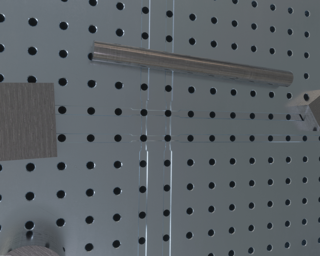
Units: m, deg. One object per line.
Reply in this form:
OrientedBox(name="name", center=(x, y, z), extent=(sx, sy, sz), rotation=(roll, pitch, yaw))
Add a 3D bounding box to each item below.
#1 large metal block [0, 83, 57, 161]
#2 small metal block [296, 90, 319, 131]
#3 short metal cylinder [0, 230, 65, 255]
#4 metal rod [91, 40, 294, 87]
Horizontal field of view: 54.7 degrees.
OrientedBox(name="large metal block", center=(-0.158, -0.007, 0.341), extent=(0.081, 0.050, 0.079), rotation=(-3, 91, -20))
OrientedBox(name="small metal block", center=(0.261, -0.029, 0.509), extent=(0.050, 0.025, 0.050), rotation=(-35, 102, -17))
OrientedBox(name="short metal cylinder", center=(-0.146, 0.162, 0.346), extent=(0.081, 0.050, 0.079), rotation=(0, 90, -20))
OrientedBox(name="metal rod", center=(0.059, -0.086, 0.434), extent=(0.302, 0.025, 0.025), rotation=(4, 89, -20))
